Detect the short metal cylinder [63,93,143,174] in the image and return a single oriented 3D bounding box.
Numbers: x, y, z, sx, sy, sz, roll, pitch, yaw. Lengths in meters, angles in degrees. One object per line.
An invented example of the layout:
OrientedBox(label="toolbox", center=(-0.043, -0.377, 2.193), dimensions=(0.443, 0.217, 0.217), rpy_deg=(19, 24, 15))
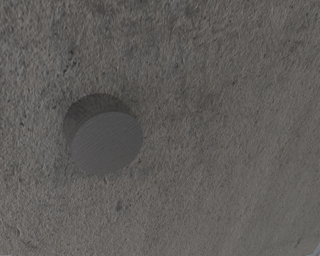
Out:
OrientedBox(label="short metal cylinder", center=(-0.066, 0.006, 0.358), dimensions=(0.081, 0.050, 0.080), rpy_deg=(-14, 124, -21))
